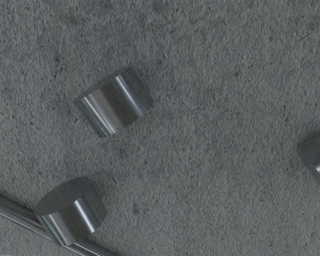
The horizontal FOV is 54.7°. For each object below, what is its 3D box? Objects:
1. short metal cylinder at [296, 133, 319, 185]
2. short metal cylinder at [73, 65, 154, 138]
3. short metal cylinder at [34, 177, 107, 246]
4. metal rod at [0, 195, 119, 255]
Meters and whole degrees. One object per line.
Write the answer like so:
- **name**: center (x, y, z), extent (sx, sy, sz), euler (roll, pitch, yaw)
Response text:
- **short metal cylinder**: center (0.222, 0.045, 0.399), extent (0.050, 0.080, 0.080), euler (-34, 107, 12)
- **short metal cylinder**: center (-0.055, -0.033, 0.368), extent (0.080, 0.080, 0.050), euler (-30, 108, 10)
- **short metal cylinder**: center (-0.120, 0.111, 0.420), extent (0.080, 0.080, 0.050), euler (-21, 109, 7)
- **metal rod**: center (-0.159, 0.158, 0.466), extent (0.301, 0.025, 0.025), euler (32, 107, -12)
